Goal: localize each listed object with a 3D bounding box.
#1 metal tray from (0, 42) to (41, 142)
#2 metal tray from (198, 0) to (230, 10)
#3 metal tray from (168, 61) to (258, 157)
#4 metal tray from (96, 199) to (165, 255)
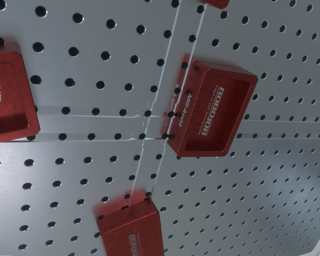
[{"bbox_3d":[-0.190,-0.024,0.289,0.131,0.030,0.089,-14,124,-21],"label":"metal tray"},{"bbox_3d":[0.053,-0.200,0.312,0.091,0.030,0.129,10,113,-33],"label":"metal tray"},{"bbox_3d":[0.073,-0.022,0.433,0.091,0.030,0.129,2,117,-30],"label":"metal tray"},{"bbox_3d":[-0.043,0.183,0.497,0.091,0.030,0.129,-18,126,-18],"label":"metal tray"}]
